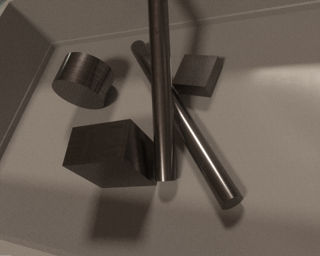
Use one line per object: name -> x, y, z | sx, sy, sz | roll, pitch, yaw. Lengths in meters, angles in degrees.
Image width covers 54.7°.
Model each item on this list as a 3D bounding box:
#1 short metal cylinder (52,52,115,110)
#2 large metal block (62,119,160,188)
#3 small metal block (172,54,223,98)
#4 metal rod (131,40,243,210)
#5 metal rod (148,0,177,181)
short metal cylinder -> -0.116, -0.070, 0.472 | 0.080, 0.080, 0.050 | 3, 63, 29
large metal block -> -0.055, 0.035, 0.376 | 0.080, 0.080, 0.050 | -7, 59, 24
small metal block -> 0.051, -0.072, 0.422 | 0.050, 0.025, 0.050 | 11, 67, 32
metal rod -> 0.019, -0.027, 0.410 | 0.025, 0.025, 0.300 | -33, 52, 6
metal rod -> 0.000, -0.087, 0.379 | 0.025, 0.025, 0.298 | -5, 84, 25
